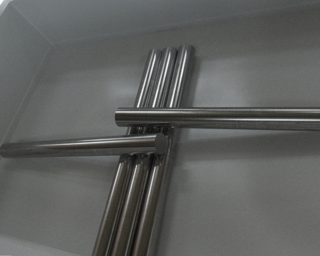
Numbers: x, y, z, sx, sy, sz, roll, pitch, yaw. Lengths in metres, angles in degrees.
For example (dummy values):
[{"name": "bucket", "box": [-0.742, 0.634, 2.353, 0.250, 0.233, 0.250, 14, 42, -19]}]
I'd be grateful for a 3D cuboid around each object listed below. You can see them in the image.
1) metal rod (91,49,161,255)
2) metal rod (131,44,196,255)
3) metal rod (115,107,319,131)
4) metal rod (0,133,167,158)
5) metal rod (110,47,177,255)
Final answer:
[{"name": "metal rod", "box": [-0.035, 0.019, 0.410, 0.025, 0.025, 0.300, -1, 61, 27]}, {"name": "metal rod", "box": [0.009, 0.018, 0.387, 0.025, 0.025, 0.300, -1, 61, 27]}, {"name": "metal rod", "box": [0.089, -0.011, 0.341, 0.301, 0.025, 0.025, 1, 62, 21]}, {"name": "metal rod", "box": [-0.126, 0.028, 0.430, 0.300, 0.025, 0.025, -4, 60, 32]}, {"name": "metal rod", "box": [-0.014, 0.018, 0.399, 0.025, 0.025, 0.300, -1, 61, 27]}]
